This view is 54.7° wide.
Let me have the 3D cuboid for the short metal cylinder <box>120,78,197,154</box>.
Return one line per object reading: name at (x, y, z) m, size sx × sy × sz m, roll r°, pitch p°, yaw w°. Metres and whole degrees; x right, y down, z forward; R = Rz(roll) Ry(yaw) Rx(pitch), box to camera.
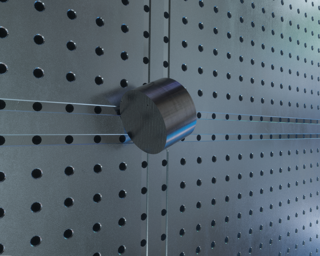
short metal cylinder at (-0.003, -0.015, 0.373) m, size 0.050 × 0.080 × 0.080 m, roll -28°, pitch 108°, yaw -37°
